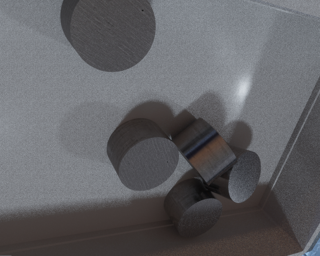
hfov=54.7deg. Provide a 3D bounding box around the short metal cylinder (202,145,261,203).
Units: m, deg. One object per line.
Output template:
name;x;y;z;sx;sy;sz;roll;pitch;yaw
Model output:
short metal cylinder;0.111;0.068;0.479;0.081;0.050;0.079;-12;108;-38

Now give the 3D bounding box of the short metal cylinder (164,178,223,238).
short metal cylinder;0.053;0.129;0.501;0.081;0.050;0.079;-14;124;-21

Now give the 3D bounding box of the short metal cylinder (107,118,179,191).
short metal cylinder;-0.023;0.034;0.401;0.081;0.050;0.079;-14;124;-21

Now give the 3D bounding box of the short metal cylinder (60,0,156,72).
short metal cylinder;-0.051;-0.101;0.302;0.081;0.050;0.079;-14;124;-21

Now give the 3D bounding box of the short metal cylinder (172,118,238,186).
short metal cylinder;0.060;0.032;0.425;0.050;0.080;0.080;-39;129;-2
